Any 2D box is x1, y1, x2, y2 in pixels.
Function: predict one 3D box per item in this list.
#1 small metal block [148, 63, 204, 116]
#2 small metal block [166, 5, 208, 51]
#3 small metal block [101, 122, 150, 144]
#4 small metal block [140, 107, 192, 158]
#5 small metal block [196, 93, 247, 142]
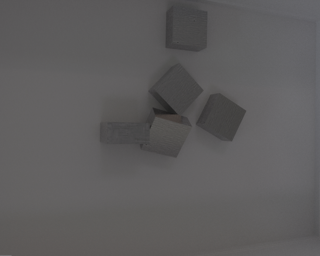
[{"bbox_3d":[0.022,-0.050,0.418,0.050,0.025,0.050,46,76,-14],"label":"small metal block"},{"bbox_3d":[0.036,-0.134,0.423,0.050,0.025,0.050,2,90,-20],"label":"small metal block"},{"bbox_3d":[-0.044,0.006,0.381,0.050,0.050,0.025,1,90,-20],"label":"small metal block"},{"bbox_3d":[0.006,0.007,0.401,0.050,0.025,0.050,15,116,-20],"label":"small metal block"},{"bbox_3d":[0.087,-0.015,0.442,0.050,0.025,0.050,30,80,-18],"label":"small metal block"}]
